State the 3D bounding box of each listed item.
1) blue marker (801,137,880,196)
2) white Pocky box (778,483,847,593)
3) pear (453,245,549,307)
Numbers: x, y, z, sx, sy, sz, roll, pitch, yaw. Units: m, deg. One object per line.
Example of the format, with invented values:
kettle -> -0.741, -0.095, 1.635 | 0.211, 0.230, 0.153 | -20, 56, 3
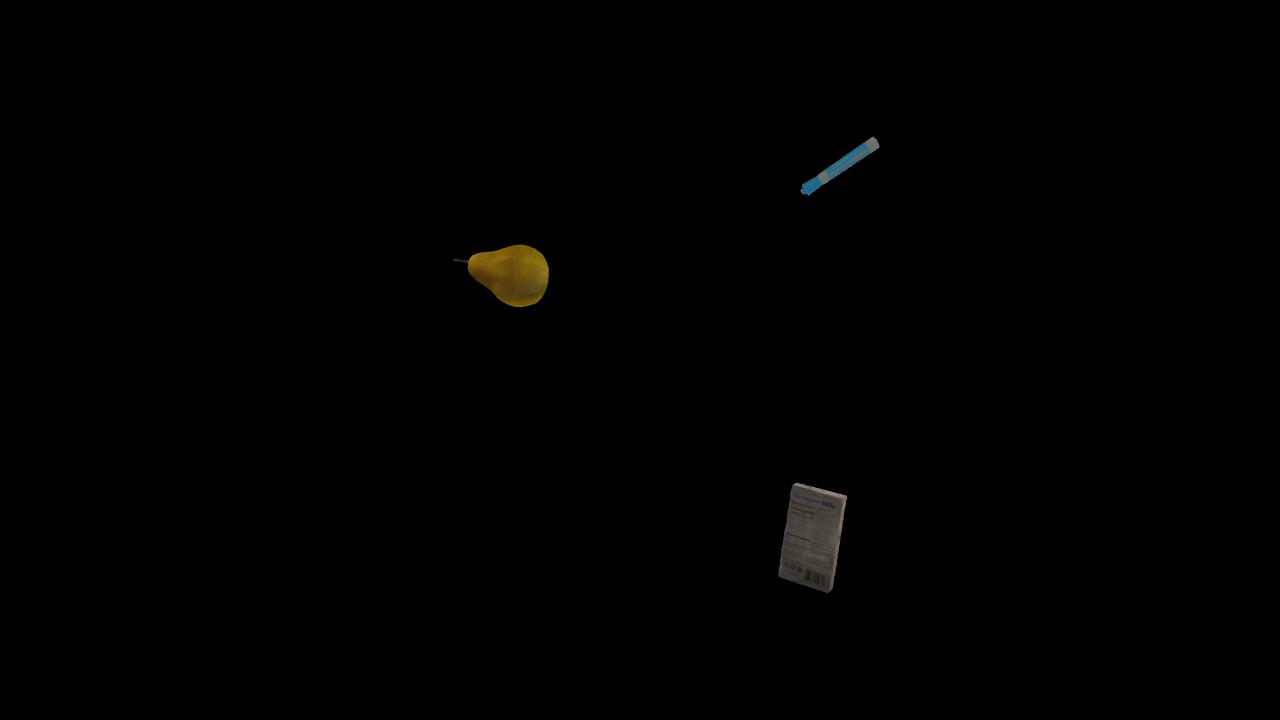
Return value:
blue marker -> 0.285, -0.277, 0.884 | 0.121, 0.020, 0.020 | -34, -8, 11
white Pocky box -> 0.271, 0.279, 0.970 | 0.084, 0.154, 0.028 | 10, 6, 30
pear -> -0.168, -0.108, 0.743 | 0.111, 0.080, 0.080 | 10, -4, -22
